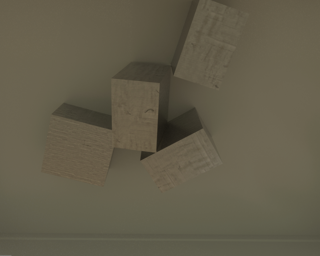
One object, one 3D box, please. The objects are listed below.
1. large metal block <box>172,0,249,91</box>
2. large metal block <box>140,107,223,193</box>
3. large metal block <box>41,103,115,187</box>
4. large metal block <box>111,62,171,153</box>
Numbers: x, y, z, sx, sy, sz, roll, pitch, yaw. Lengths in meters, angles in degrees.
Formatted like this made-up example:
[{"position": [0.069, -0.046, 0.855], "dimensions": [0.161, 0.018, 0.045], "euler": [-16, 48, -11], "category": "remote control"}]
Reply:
[{"position": [0.050, -0.096, 0.347], "dimensions": [0.050, 0.080, 0.079], "euler": [17, 109, -6], "category": "large metal block"}, {"position": [0.025, 0.025, 0.391], "dimensions": [0.080, 0.080, 0.050], "euler": [-28, 108, 10], "category": "large metal block"}, {"position": [-0.100, 0.021, 0.405], "dimensions": [0.080, 0.050, 0.079], "euler": [15, 109, -6], "category": "large metal block"}, {"position": [-0.020, -0.028, 0.365], "dimensions": [0.050, 0.080, 0.079], "euler": [7, 115, 8], "category": "large metal block"}]
